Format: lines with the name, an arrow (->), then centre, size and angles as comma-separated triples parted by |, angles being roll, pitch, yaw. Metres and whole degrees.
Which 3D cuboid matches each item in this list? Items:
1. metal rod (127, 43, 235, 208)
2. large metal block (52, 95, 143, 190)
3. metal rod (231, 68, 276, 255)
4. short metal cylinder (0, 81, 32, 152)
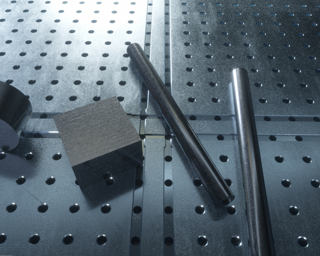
metal rod -> 0.014, -0.025, 0.428 | 0.025, 0.025, 0.300 | -17, 52, -15
large metal block -> -0.074, 0.016, 0.377 | 0.081, 0.050, 0.080 | -21, 53, -17
metal rod -> 0.111, 0.031, 0.382 | 0.025, 0.025, 0.300 | 4, 50, 3
short metal cylinder -> -0.207, -0.014, 0.381 | 0.080, 0.080, 0.050 | 3, 50, 2
